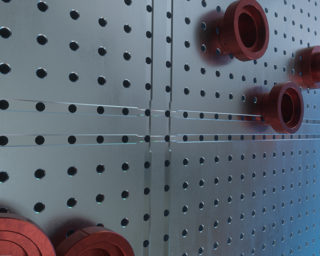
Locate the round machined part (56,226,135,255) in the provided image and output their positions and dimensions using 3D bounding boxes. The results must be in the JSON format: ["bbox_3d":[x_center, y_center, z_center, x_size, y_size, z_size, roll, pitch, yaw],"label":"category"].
[{"bbox_3d":[-0.078,0.155,0.332,0.099,0.042,0.097,0,91,-40],"label":"round machined part"}]

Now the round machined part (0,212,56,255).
[{"bbox_3d":[-0.144,0.123,0.269,0.099,0.042,0.098,2,85,-28],"label":"round machined part"}]

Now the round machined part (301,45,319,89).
[{"bbox_3d":[0.361,-0.137,0.698,0.099,0.042,0.097,0,90,-40],"label":"round machined part"}]

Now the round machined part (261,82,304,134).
[{"bbox_3d":[0.230,-0.037,0.589,0.099,0.042,0.097,0,90,-40],"label":"round machined part"}]

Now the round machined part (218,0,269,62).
[{"bbox_3d":[0.134,-0.158,0.508,0.099,0.042,0.097,0,90,-40],"label":"round machined part"}]
